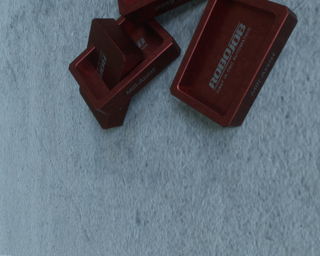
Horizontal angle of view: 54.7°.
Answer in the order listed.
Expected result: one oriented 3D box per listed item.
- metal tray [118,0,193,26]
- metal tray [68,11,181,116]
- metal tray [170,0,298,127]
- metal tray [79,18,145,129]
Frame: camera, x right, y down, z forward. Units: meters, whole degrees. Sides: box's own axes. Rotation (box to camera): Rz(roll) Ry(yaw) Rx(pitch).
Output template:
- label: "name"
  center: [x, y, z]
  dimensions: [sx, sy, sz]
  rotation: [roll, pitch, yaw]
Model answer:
- label: "metal tray"
  center: [0.008, -0.190, 0.369]
  dimensions: [0.130, 0.030, 0.090]
  rotation: [-15, 75, 25]
- label: "metal tray"
  center: [-0.049, -0.091, 0.409]
  dimensions: [0.130, 0.030, 0.090]
  rotation: [-41, 63, 7]
- label: "metal tray"
  center: [0.074, -0.077, 0.339]
  dimensions: [0.090, 0.030, 0.129]
  rotation: [37, 112, 33]
- label: "metal tray"
  center: [-0.072, -0.073, 0.432]
  dimensions: [0.090, 0.030, 0.129]
  rotation: [53, 139, 28]
